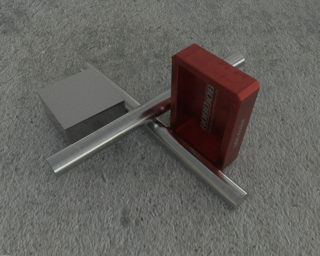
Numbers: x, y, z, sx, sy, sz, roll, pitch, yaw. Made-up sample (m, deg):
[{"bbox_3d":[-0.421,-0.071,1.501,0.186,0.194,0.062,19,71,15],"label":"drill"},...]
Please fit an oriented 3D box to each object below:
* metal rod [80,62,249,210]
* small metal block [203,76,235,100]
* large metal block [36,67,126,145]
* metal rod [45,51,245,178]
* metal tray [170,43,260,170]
[{"bbox_3d":[-0.012,-0.005,0.409,0.025,0.025,0.300,-35,58,-26],"label":"metal rod"},{"bbox_3d":[0.083,-0.054,0.451,0.050,0.025,0.050,-29,56,-22],"label":"small metal block"},{"bbox_3d":[-0.100,-0.025,0.407,0.081,0.050,0.080,-30,56,-23],"label":"large metal block"},{"bbox_3d":[-0.001,-0.029,0.396,0.302,0.025,0.025,-32,57,-25],"label":"metal rod"},{"bbox_3d":[0.054,-0.019,0.352,0.030,0.129,0.090,-36,59,-25],"label":"metal tray"}]
